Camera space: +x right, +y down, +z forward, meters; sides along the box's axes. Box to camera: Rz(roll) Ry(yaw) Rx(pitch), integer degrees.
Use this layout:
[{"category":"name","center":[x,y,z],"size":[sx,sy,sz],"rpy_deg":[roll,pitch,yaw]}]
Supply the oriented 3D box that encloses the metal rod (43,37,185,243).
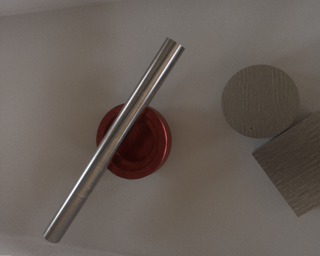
[{"category":"metal rod","center":[-0.063,0.023,0.386],"size":[0.025,0.025,0.299],"rpy_deg":[37,101,16]}]

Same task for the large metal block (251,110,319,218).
[{"category":"large metal block","center":[0.160,0.037,0.341],"size":[0.080,0.050,0.080],"rpy_deg":[-37,79,16]}]

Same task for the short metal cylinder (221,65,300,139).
[{"category":"short metal cylinder","center":[0.115,-0.029,0.357],"size":[0.080,0.050,0.079],"rpy_deg":[0,90,19]}]

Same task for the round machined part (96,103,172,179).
[{"category":"round machined part","center":[-0.031,0.016,0.411],"size":[0.098,0.042,0.097],"rpy_deg":[0,90,19]}]
